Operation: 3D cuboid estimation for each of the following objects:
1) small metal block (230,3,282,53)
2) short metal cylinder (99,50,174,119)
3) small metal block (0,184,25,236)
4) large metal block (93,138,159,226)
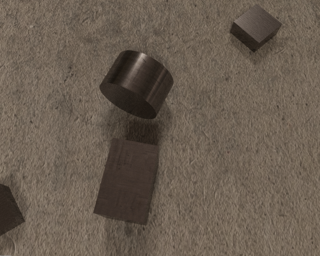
[{"bbox_3d":[0.143,-0.150,0.465,0.050,0.025,0.050,-40,75,-14],"label":"small metal block"},{"bbox_3d":[-0.030,-0.054,0.398,0.080,0.080,0.050,25,72,8],"label":"short metal cylinder"},{"bbox_3d":[-0.199,0.102,0.368,0.050,0.025,0.050,-30,73,-11],"label":"small metal block"},{"bbox_3d":[-0.034,0.065,0.355,0.050,0.080,0.080,10,70,3],"label":"large metal block"}]
